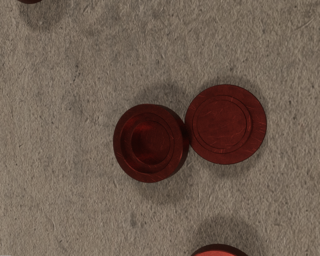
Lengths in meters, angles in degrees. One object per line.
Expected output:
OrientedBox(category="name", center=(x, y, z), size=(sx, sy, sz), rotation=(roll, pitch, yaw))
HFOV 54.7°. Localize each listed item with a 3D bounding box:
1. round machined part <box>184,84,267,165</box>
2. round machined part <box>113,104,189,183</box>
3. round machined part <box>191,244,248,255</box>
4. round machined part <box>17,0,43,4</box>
OrientedBox(category="round machined part", center=(0.077, -0.004, 0.373), size=(0.098, 0.042, 0.097), rotation=(0, 90, 19))
OrientedBox(category="round machined part", center=(-0.008, 0.018, 0.398), size=(0.098, 0.042, 0.097), rotation=(1, 92, 26))
OrientedBox(category="round machined part", center=(0.076, 0.188, 0.373), size=(0.098, 0.042, 0.097), rotation=(0, 90, 19))
OrientedBox(category="round machined part", center=(-0.190, -0.235, 0.465), size=(0.098, 0.042, 0.097), rotation=(0, 90, 19))
